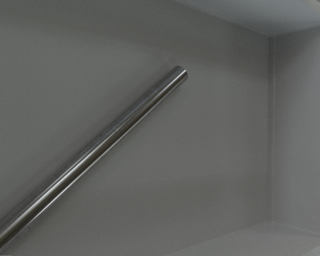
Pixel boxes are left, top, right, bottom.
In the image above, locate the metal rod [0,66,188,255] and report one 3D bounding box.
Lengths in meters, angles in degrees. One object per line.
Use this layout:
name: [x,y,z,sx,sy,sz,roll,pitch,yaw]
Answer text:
metal rod: [-0.062,0.016,0.355,0.301,0.025,0.025,-45,118,-31]
